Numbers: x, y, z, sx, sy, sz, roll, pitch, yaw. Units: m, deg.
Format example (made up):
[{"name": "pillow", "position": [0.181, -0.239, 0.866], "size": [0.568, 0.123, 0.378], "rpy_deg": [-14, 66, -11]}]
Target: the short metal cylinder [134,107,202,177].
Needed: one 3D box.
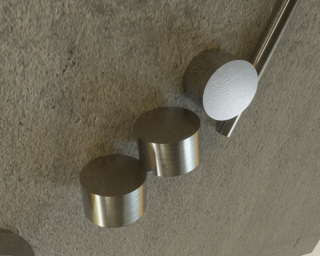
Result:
[{"name": "short metal cylinder", "position": [0.011, 0.015, 0.387], "size": [0.081, 0.080, 0.050], "rpy_deg": [-19, 126, -17]}]

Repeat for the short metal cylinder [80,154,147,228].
[{"name": "short metal cylinder", "position": [-0.057, 0.077, 0.388], "size": [0.081, 0.080, 0.050], "rpy_deg": [-12, 124, -22]}]

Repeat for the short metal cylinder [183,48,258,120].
[{"name": "short metal cylinder", "position": [0.077, -0.056, 0.398], "size": [0.081, 0.050, 0.079], "rpy_deg": [-14, 124, -21]}]

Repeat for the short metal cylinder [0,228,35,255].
[{"name": "short metal cylinder", "position": [-0.198, 0.166, 0.366], "size": [0.080, 0.080, 0.050], "rpy_deg": [29, 102, -38]}]

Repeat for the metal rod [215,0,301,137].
[{"name": "metal rod", "position": [0.149, -0.122, 0.412], "size": [0.025, 0.025, 0.298], "rpy_deg": [10, 113, -33]}]
